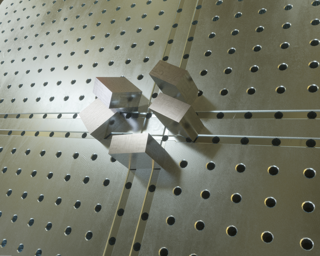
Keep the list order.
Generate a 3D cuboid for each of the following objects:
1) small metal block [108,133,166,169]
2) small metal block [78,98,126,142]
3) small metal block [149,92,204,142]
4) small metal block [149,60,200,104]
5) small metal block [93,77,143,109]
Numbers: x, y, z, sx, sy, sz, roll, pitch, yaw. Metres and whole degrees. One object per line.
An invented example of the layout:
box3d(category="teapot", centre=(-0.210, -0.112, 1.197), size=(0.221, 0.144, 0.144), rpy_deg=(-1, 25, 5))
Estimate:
box3d(category="small metal block", centre=(-0.028, 0.030, 0.387), size=(0.050, 0.050, 0.025), rpy_deg=(-5, 60, 25))
box3d(category="small metal block", centre=(-0.087, -0.016, 0.462), size=(0.050, 0.025, 0.050), rpy_deg=(-40, 51, 1))
box3d(category="small metal block", centre=(0.021, -0.014, 0.388), size=(0.050, 0.050, 0.025), rpy_deg=(28, 77, 37))
box3d(category="small metal block", centre=(0.020, -0.060, 0.417), size=(0.050, 0.050, 0.025), rpy_deg=(30, 79, 37))
box3d(category="small metal block", centre=(-0.063, -0.053, 0.453), size=(0.050, 0.050, 0.025), rpy_deg=(42, 126, 39))
